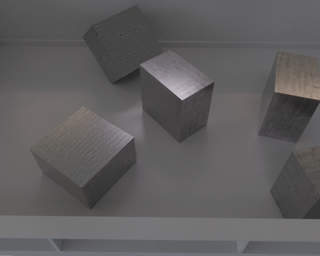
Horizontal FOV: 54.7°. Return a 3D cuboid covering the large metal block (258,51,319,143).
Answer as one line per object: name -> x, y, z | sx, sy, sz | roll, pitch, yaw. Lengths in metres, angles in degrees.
large metal block -> 0.166, -0.040, 0.404 | 0.050, 0.080, 0.080 | 12, 51, 10

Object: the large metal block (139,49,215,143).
large metal block -> 0.019, -0.041, 0.404 | 0.050, 0.080, 0.080 | -32, 57, -24

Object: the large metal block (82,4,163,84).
large metal block -> -0.054, -0.125, 0.466 | 0.080, 0.050, 0.080 | -37, 103, -26

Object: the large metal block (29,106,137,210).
large metal block -> -0.085, 0.032, 0.361 | 0.080, 0.050, 0.080 | 30, 56, 22

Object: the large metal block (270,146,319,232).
large metal block -> 0.173, 0.060, 0.320 | 0.081, 0.080, 0.050 | -10, 51, -8
